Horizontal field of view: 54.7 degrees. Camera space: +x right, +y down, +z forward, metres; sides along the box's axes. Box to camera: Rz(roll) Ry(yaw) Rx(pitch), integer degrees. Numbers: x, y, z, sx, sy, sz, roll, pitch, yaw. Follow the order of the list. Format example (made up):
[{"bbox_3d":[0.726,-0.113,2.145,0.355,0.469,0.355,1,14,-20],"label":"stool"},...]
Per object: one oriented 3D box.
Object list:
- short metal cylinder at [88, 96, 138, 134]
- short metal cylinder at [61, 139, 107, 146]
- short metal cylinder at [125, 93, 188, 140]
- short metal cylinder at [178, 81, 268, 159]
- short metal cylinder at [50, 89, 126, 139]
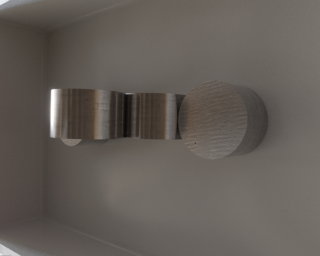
[{"bbox_3d":[-0.066,-0.016,0.423,0.080,0.081,0.050,2,92,40],"label":"short metal cylinder"},{"bbox_3d":[-0.118,-0.013,0.486,0.080,0.050,0.080,0,90,40],"label":"short metal cylinder"},{"bbox_3d":[-0.004,-0.014,0.372,0.080,0.081,0.050,2,92,40],"label":"short metal cylinder"},{"bbox_3d":[0.067,-0.008,0.333,0.080,0.050,0.080,0,90,40],"label":"short metal cylinder"},{"bbox_3d":[-0.080,-0.015,0.345,0.080,0.081,0.050,2,92,40],"label":"short metal cylinder"}]
